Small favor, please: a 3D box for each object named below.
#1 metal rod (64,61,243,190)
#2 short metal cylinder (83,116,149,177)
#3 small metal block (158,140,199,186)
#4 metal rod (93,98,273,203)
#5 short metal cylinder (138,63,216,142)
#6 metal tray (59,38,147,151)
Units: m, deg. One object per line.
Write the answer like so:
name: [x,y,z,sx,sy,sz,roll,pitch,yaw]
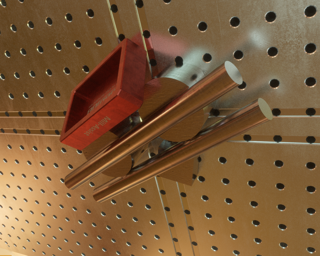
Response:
metal rod: [-0.032,0.015,0.370,0.299,0.025,0.025,-33,100,38]
short metal cylinder: [-0.063,0.023,0.441,0.080,0.050,0.079,13,124,20]
small metal block: [0.025,0.046,0.424,0.050,0.025,0.050,14,124,20]
metal rod: [0.005,0.043,0.400,0.299,0.025,0.025,-32,101,38]
short metal cylinder: [0.021,-0.031,0.365,0.080,0.050,0.079,13,124,20]
metal tray: [-0.071,-0.038,0.379,0.030,0.090,0.130,29,136,-32]
